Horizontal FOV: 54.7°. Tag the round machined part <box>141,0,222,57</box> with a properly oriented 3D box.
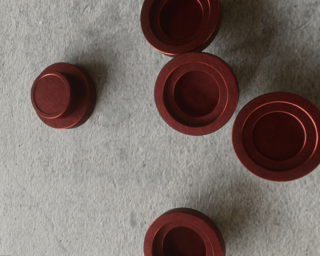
[{"bbox_3d":[0.029,-0.136,0.389,0.098,0.042,0.097,0,90,19],"label":"round machined part"}]

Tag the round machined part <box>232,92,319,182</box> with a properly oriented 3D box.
[{"bbox_3d":[0.134,0.009,0.353,0.098,0.042,0.097,0,90,19],"label":"round machined part"}]

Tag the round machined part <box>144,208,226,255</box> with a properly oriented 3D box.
[{"bbox_3d":[0.033,0.148,0.388,0.098,0.042,0.097,0,90,19],"label":"round machined part"}]

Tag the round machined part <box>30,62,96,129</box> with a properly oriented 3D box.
[{"bbox_3d":[-0.146,-0.047,0.450,0.098,0.042,0.097,0,90,19],"label":"round machined part"}]

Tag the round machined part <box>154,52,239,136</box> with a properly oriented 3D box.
[{"bbox_3d":[0.046,-0.043,0.376,0.098,0.042,0.097,5,105,18],"label":"round machined part"}]
